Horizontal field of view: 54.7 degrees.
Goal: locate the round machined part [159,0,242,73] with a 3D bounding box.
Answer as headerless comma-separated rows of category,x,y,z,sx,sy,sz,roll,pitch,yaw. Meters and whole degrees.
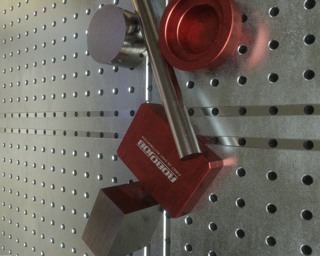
round machined part,0.049,-0.112,0.358,0.098,0.042,0.097,0,90,40

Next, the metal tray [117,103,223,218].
metal tray,0.006,0.038,0.401,0.130,0.030,0.089,44,116,31

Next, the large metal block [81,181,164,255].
large metal block,-0.046,0.122,0.412,0.050,0.081,0.079,36,112,34

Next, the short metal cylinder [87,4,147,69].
short metal cylinder,-0.059,-0.128,0.441,0.080,0.050,0.079,0,90,40

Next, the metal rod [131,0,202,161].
metal rod,-0.005,-0.102,0.393,0.025,0.025,0.299,-32,64,35
